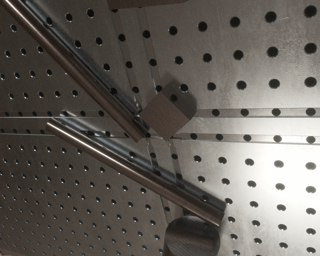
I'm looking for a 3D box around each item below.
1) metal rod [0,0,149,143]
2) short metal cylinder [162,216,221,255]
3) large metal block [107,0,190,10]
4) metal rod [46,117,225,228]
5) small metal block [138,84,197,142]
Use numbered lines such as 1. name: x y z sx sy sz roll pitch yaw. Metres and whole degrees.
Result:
1. metal rod: -0.129 -0.095 0.418 0.300 0.025 0.025 46 129 -5
2. short metal cylinder: 0.046 0.179 0.461 0.080 0.080 0.050 17 125 18
3. large metal block: -0.011 -0.163 0.299 0.080 0.050 0.079 5 121 25
4. metal rod: -0.044 0.063 0.471 0.301 0.025 0.025 28 128 10
5. small metal block: 0.009 -0.019 0.394 0.050 0.025 0.050 44 129 -3
